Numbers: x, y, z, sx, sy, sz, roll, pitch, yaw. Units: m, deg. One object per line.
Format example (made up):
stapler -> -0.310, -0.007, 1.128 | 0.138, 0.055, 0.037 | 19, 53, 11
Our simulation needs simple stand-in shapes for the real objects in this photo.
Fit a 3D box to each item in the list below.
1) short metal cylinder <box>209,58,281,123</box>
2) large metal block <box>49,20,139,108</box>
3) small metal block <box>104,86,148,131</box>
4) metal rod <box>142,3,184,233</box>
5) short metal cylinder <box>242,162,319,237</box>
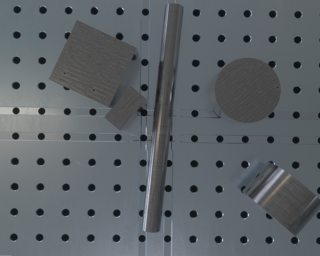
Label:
short metal cylinder -> 0.107, -0.046, 0.402 | 0.081, 0.050, 0.079 | 0, 90, 0
large metal block -> -0.081, -0.078, 0.400 | 0.080, 0.050, 0.080 | 25, 90, 0
small metal block -> -0.042, -0.024, 0.401 | 0.025, 0.050, 0.050 | 41, 90, 0
metal rod -> 0.004, -0.013, 0.413 | 0.025, 0.025, 0.298 | 6, 90, 0
short metal cylinder -> 0.151, 0.088, 0.387 | 0.080, 0.080, 0.050 | 41, 90, 0
